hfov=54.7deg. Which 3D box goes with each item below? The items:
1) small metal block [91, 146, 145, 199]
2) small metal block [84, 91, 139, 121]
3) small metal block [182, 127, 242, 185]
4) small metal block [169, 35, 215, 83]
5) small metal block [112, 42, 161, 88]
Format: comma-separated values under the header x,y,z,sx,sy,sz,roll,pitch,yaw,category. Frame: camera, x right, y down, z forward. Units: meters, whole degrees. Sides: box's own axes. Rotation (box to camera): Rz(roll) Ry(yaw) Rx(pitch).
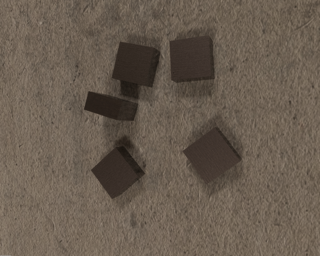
x,y,z,sx,sy,sz,roll,pitch,yaw,category
-0.058,0.061,0.428,0.050,0.025,0.050,-42,77,15,small metal block
-0.065,-0.029,0.417,0.050,0.050,0.025,18,96,19,small metal block
0.065,0.034,0.386,0.050,0.025,0.050,-38,78,15,small metal block
0.041,-0.086,0.394,0.050,0.025,0.050,-3,89,19,small metal block
-0.032,-0.085,0.419,0.050,0.025,0.050,15,95,19,small metal block
